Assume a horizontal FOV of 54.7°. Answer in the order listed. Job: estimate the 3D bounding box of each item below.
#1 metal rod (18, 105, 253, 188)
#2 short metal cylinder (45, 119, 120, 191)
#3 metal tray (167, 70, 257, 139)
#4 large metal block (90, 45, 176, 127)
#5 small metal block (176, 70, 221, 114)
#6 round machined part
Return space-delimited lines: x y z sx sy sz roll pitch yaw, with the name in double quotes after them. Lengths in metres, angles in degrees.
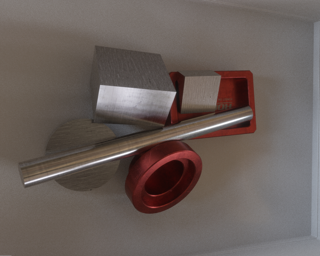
-0.003 0.012 0.365 0.303 0.025 0.025 -15 95 -31 "metal rod"
-0.091 0.029 0.362 0.081 0.050 0.079 0 90 -21 "short metal cylinder"
0.069 -0.033 0.432 0.131 0.030 0.089 -5 92 -20 "metal tray"
-0.035 -0.049 0.359 0.081 0.080 0.050 3 131 -19 "large metal block"
0.048 -0.048 0.405 0.050 0.025 0.050 -5 118 -20 "small metal block"
0.000 0.056 0.384 0.099 0.042 0.097 -21 133 -24 "round machined part"
